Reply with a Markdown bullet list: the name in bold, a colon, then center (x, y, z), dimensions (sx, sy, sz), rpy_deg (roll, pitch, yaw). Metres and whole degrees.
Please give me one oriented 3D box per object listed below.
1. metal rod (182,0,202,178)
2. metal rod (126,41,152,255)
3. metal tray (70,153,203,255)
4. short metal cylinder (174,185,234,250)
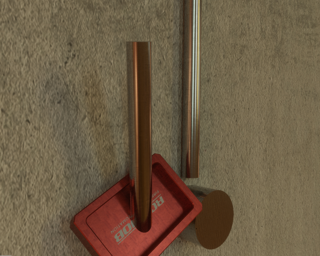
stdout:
- **metal rod**: center (0.046, -0.079, 0.445), dimensions (0.025, 0.025, 0.298), rpy_deg (1, 89, -40)
- **metal rod**: center (-0.021, 0.058, 0.346), dimensions (0.025, 0.025, 0.298), rpy_deg (-14, 113, -39)
- **metal tray**: center (-0.023, 0.100, 0.357), dimensions (0.131, 0.030, 0.090), rpy_deg (-36, 82, -35)
- **short metal cylinder**: center (0.060, 0.125, 0.441), dimensions (0.081, 0.050, 0.079), rpy_deg (0, 90, -40)
